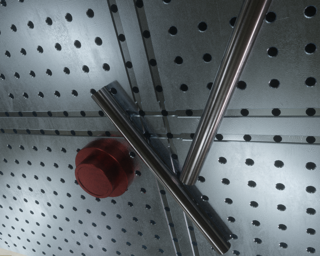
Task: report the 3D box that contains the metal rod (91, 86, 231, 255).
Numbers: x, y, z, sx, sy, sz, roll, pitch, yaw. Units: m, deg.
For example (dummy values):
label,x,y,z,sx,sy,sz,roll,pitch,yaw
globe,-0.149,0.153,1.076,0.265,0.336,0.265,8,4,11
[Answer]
label,x,y,z,sx,sy,sz,roll,pitch,yaw
metal rod,0.007,0.066,0.447,0.025,0.025,0.300,-31,102,37

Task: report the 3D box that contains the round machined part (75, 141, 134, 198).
label,x,y,z,sx,sy,sz,roll,pitch,yaw
round machined part,-0.095,0.073,0.493,0.098,0.042,0.097,13,124,20

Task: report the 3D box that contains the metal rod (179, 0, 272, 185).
label,x,y,z,sx,sy,sz,roll,pitch,yaw
metal rod,0.071,-0.045,0.345,0.025,0.025,0.298,25,127,13
